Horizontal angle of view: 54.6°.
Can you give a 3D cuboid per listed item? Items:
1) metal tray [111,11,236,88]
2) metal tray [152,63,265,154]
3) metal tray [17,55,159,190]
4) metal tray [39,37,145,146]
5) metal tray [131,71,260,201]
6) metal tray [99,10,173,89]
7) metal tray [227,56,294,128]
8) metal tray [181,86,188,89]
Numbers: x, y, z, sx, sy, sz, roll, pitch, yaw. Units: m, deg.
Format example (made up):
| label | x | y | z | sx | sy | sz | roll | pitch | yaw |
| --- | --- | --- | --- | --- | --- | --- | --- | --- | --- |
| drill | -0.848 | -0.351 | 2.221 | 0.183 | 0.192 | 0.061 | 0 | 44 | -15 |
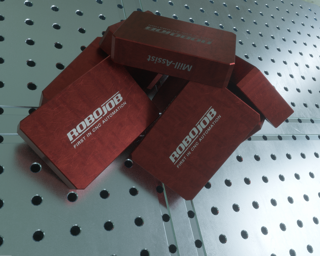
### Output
| label | x | y | z | sx | sy | sz | roll | pitch | yaw |
| --- | --- | --- | --- | --- | --- | --- | --- | --- | --- |
| metal tray | 0.019 | -0.095 | 0.360 | 0.131 | 0.030 | 0.090 | 14 | 39 | 4 |
| metal tray | 0.063 | -0.028 | 0.417 | 0.130 | 0.090 | 0.030 | 38 | 52 | -2 |
| metal tray | -0.073 | -0.008 | 0.341 | 0.131 | 0.030 | 0.090 | -45 | 104 | -28 |
| metal tray | -0.075 | -0.050 | 0.394 | 0.090 | 0.030 | 0.130 | 34 | 51 | -6 |
| metal tray | 0.040 | 0.008 | 0.364 | 0.090 | 0.130 | 0.030 | 38 | 9 | -4 |
| metal tray | -0.015 | -0.117 | 0.443 | 0.090 | 0.030 | 0.131 | 41 | 37 | -2 |
| metal tray | 0.113 | -0.062 | 0.422 | 0.090 | 0.030 | 0.130 | 39 | 12 | -29 |
| metal tray | 0.082 | -0.073 | 0.465 | 0.131 | 0.030 | 0.090 | 23 | 50 | -39 |
